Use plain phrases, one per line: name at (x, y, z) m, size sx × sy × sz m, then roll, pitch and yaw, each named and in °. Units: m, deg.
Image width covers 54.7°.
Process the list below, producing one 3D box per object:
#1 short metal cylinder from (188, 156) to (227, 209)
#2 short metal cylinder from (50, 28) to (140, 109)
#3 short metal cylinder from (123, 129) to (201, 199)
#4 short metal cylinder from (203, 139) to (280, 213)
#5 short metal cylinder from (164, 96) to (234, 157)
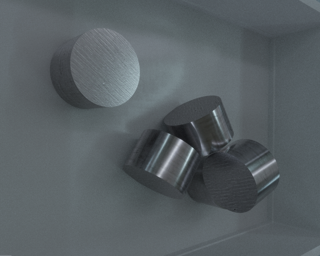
short metal cylinder at (0.084, 0.077, 0.464) m, size 0.081 × 0.050 × 0.079 m, roll 0°, pitch 90°, yaw -40°
short metal cylinder at (-0.069, -0.061, 0.334) m, size 0.081 × 0.050 × 0.079 m, roll 0°, pitch 90°, yaw -40°
short metal cylinder at (0.002, 0.044, 0.375) m, size 0.080 × 0.080 × 0.050 m, roll 43°, pitch 64°, yaw -32°
short metal cylinder at (0.102, 0.059, 0.394) m, size 0.050 × 0.080 × 0.079 m, roll -22°, pitch 104°, yaw -38°
short metal cylinder at (0.052, -0.003, 0.417) m, size 0.080 × 0.080 × 0.050 m, roll -39°, pitch 114°, yaw -33°
